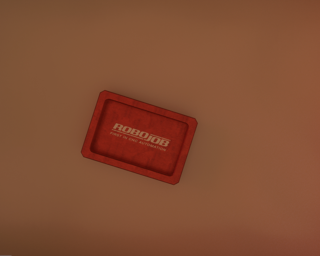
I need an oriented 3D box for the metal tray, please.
[{"bbox_3d":[-0.026,0.012,0.408,0.131,0.030,0.090,18,90,-1],"label":"metal tray"}]
